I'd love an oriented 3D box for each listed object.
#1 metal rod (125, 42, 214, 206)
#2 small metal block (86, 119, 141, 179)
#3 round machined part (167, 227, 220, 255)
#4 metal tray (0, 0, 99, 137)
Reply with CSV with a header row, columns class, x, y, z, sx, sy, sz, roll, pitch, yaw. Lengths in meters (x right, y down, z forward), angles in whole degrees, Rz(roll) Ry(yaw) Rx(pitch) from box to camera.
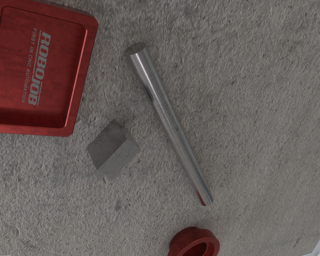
class,x,y,z,sx,sy,sz,roll,pitch,yaw
metal rod,0.026,0.017,0.431,0.025,0.025,0.299,-33,129,-7
small metal block,-0.057,0.024,0.375,0.050,0.050,0.025,-46,129,4
round machined part,0.056,0.219,0.563,0.099,0.042,0.097,-14,124,-21
metal tray,-0.121,-0.056,0.302,0.091,0.030,0.129,5,116,-31
